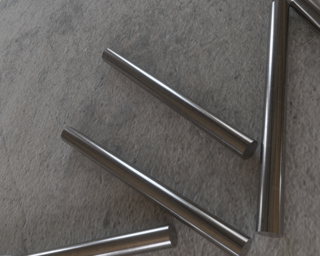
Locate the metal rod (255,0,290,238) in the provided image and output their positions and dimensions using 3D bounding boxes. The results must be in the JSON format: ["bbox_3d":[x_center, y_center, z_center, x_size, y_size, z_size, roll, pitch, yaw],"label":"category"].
[{"bbox_3d":[0.132,-0.032,0.353,0.025,0.025,0.300,-1,61,27],"label":"metal rod"}]

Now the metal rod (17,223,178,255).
[{"bbox_3d":[-0.123,0.156,0.370,0.301,0.025,0.025,-18,55,17],"label":"metal rod"}]

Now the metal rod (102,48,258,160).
[{"bbox_3d":[0.006,-0.049,0.429,0.025,0.025,0.300,-47,52,-5],"label":"metal rod"}]

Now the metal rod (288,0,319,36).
[{"bbox_3d":[0.207,-0.107,0.360,0.025,0.025,0.299,-28,52,10],"label":"metal rod"}]

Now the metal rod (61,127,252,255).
[{"bbox_3d":[-0.029,0.062,0.379,0.300,0.025,0.025,26,76,36],"label":"metal rod"}]
